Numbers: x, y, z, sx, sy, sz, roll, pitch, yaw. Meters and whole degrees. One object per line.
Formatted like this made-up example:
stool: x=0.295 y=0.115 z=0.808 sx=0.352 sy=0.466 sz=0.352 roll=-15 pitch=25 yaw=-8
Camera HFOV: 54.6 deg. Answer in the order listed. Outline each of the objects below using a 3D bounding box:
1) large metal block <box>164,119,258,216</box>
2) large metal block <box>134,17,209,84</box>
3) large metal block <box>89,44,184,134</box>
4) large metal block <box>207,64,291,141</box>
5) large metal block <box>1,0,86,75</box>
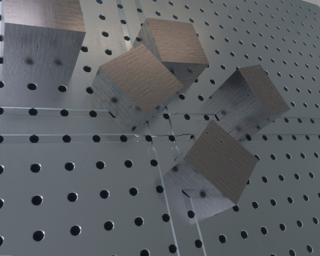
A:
large metal block: x=0.067 y=0.050 z=0.397 sx=0.080 sy=0.050 sz=0.080 roll=41 pitch=51 yaw=0
large metal block: x=0.016 y=-0.115 z=0.471 sx=0.081 sy=0.050 sz=0.080 roll=-4 pitch=64 yaw=-30
large metal block: x=-0.030 y=-0.053 z=0.408 sx=0.080 sy=0.050 sz=0.080 roll=47 pitch=51 yaw=4
large metal block: x=0.129 y=-0.036 z=0.463 sx=0.050 sy=0.080 sz=0.080 roll=-16 pitch=70 yaw=-34
large metal block: x=-0.140 y=-0.108 z=0.363 sx=0.081 sy=0.080 sz=0.050 roll=-2 pitch=63 yaw=-29
